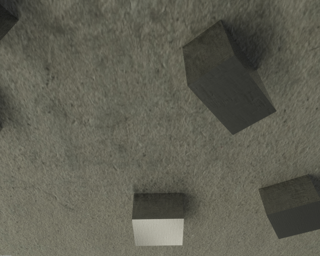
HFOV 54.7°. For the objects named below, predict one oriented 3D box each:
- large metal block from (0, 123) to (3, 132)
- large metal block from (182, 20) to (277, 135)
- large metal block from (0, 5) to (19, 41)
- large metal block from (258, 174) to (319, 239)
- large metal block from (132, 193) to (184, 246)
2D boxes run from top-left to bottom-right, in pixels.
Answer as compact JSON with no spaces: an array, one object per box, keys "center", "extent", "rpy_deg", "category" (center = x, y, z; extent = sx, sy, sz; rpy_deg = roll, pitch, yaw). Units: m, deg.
[{"center":[-0.256,-0.012,0.377],"extent":[0.081,0.050,0.079],"rpy_deg":[-2,130,1],"category":"large metal block"},{"center":[0.070,-0.054,0.327],"extent":[0.050,0.080,0.080],"rpy_deg":[-33,123,24],"category":"large metal block"},{"center":[-0.193,-0.098,0.284],"extent":[0.050,0.080,0.080],"rpy_deg":[-33,123,24],"category":"large metal block"},{"center":[0.217,0.130,0.505],"extent":[0.080,0.050,0.080],"rpy_deg":[-21,127,17],"category":"large metal block"},{"center":[-0.003,0.155,0.523],"extent":[0.081,0.050,0.079],"rpy_deg":[-1,130,0],"category":"large metal block"}]
